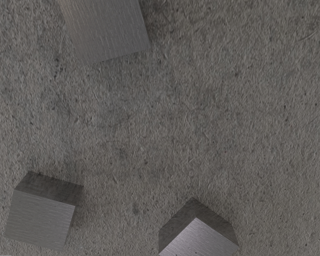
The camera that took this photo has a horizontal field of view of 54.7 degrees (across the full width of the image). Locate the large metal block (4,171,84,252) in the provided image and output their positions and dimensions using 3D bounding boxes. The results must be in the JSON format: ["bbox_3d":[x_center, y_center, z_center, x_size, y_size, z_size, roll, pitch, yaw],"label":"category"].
[{"bbox_3d":[-0.162,0.117,0.438,0.080,0.050,0.079,18,109,-7],"label":"large metal block"}]

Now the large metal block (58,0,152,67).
[{"bbox_3d":[-0.059,-0.122,0.351,0.080,0.050,0.080,-14,110,5],"label":"large metal block"}]

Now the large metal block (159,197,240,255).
[{"bbox_3d":[0.055,0.163,0.457,0.080,0.050,0.080,37,106,-13],"label":"large metal block"}]
